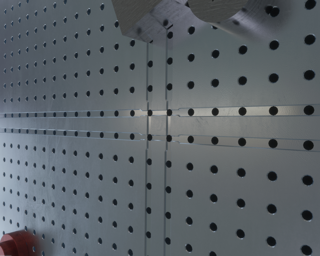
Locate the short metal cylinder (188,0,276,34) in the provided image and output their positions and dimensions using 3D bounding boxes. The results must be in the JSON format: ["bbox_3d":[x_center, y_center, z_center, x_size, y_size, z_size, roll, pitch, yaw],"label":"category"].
[{"bbox_3d":[0.076,-0.147,0.330,0.080,0.050,0.080,0,90,40],"label":"short metal cylinder"}]

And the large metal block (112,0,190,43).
[{"bbox_3d":[-0.016,-0.172,0.406,0.080,0.050,0.080,-28,72,36],"label":"large metal block"}]

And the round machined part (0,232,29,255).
[{"bbox_3d":[-0.328,0.279,0.670,0.098,0.042,0.097,0,90,40],"label":"round machined part"}]
